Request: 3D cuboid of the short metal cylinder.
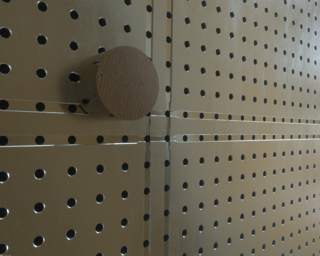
[{"bbox_3d":[-0.048,-0.048,0.352,0.081,0.050,0.080,0,90,-40],"label":"short metal cylinder"}]
